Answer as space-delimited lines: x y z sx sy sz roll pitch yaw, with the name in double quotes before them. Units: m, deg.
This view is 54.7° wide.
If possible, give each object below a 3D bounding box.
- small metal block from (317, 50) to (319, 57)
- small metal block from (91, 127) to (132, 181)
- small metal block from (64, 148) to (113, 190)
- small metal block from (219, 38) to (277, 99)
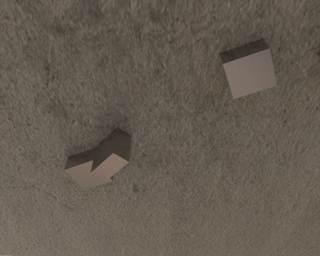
"small metal block" 0.208 -0.071 0.333 0.050 0.050 0.025 15 128 -13
"small metal block" -0.065 0.035 0.420 0.025 0.050 0.050 35 122 -26
"small metal block" -0.103 0.061 0.458 0.050 0.025 0.050 -19 128 15
"small metal block" 0.100 -0.066 0.352 0.050 0.025 0.050 -17 128 13
